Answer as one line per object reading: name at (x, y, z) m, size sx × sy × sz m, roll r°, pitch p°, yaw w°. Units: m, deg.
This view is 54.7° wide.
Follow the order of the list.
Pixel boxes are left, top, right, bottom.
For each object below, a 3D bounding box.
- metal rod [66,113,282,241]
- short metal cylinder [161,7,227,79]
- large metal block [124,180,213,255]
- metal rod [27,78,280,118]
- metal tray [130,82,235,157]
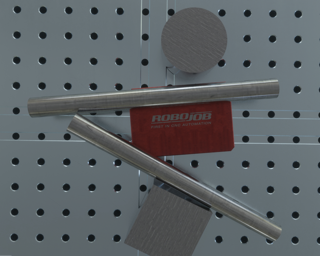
metal rod at (0.025, 0.066, 0.391) m, size 0.301 × 0.025 × 0.025 m, roll 30°, pitch 90°, yaw -9°
short metal cylinder at (0.042, -0.107, 0.401) m, size 0.081 × 0.050 × 0.079 m, roll 0°, pitch 90°, yaw 0°
large metal block at (0.010, 0.121, 0.401) m, size 0.080 × 0.050 × 0.080 m, roll 26°, pitch 90°, yaw 0°
metal rod at (-0.007, -0.037, 0.382) m, size 0.302 × 0.025 × 0.025 m, roll -5°, pitch 90°, yaw 0°
metal tray at (0.028, -0.010, 0.411) m, size 0.131 × 0.030 × 0.089 m, roll -4°, pitch 90°, yaw 0°
